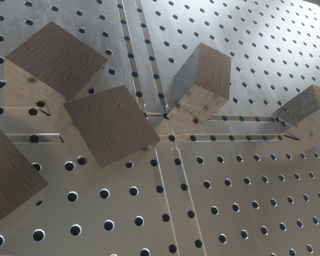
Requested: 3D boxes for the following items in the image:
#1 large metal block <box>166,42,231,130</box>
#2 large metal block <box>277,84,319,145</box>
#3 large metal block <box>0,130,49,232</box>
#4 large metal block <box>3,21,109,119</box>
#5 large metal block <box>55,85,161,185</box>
[{"bbox_3d":[0.054,-0.057,0.437,0.050,0.080,0.080,23,54,-15],"label":"large metal block"},{"bbox_3d":[0.261,-0.020,0.524,0.080,0.080,0.050,16,55,-19],"label":"large metal block"},{"bbox_3d":[-0.161,0.053,0.273,0.080,0.050,0.080,47,51,4],"label":"large metal block"},{"bbox_3d":[-0.122,-0.066,0.367,0.080,0.050,0.080,34,51,-6],"label":"large metal block"},{"bbox_3d":[-0.060,0.006,0.356,0.081,0.050,0.080,-24,75,-36],"label":"large metal block"}]
